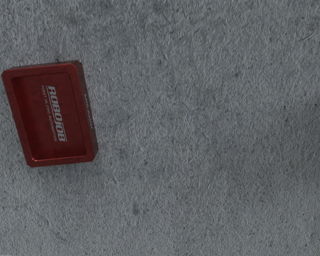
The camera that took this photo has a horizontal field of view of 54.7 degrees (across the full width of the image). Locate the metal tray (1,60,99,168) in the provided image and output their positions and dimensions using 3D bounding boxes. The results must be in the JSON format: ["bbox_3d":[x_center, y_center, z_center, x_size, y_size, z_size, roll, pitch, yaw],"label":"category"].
[{"bbox_3d":[-0.137,-0.017,0.399,0.091,0.030,0.129,-6,110,2],"label":"metal tray"}]
